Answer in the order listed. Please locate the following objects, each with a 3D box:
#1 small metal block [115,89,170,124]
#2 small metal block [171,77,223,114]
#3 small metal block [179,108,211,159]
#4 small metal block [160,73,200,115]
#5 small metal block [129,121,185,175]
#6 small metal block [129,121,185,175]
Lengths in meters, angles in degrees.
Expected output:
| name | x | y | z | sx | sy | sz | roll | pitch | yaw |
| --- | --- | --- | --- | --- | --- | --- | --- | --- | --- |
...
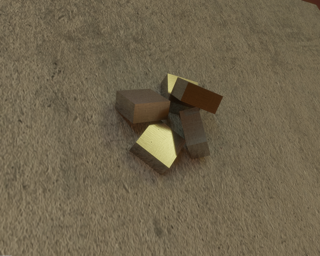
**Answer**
| name | x | y | z | sx | sy | sz | roll | pitch | yaw |
| --- | --- | --- | --- | --- | --- | --- | --- | --- | --- |
| small metal block | -0.023 | -0.029 | 0.396 | 0.050 | 0.025 | 0.050 | -8 | 28 | -32 |
| small metal block | 0.047 | -0.044 | 0.410 | 0.050 | 0.025 | 0.050 | 20 | 11 | -17 |
| small metal block | 0.047 | 0.008 | 0.408 | 0.025 | 0.050 | 0.050 | -14 | 63 | 8 |
| small metal block | 0.029 | -0.046 | 0.451 | 0.050 | 0.025 | 0.050 | 13 | 56 | -22 |
| small metal block | -0.002 | 0.023 | 0.392 | 0.050 | 0.025 | 0.050 | 38 | 51 | -2 |
| small metal block | -0.002 | 0.022 | 0.392 | 0.050 | 0.025 | 0.050 | 39 | 51 | -3 |
